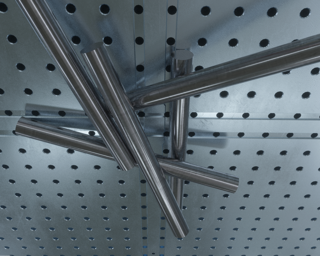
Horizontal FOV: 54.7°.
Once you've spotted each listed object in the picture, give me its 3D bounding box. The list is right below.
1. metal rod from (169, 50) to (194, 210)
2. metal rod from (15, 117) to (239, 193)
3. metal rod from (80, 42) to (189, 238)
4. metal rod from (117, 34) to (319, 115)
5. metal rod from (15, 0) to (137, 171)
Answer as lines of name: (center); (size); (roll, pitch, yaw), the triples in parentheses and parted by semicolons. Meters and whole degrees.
metal rod: (0.025, 0.032, 0.439); (0.025, 0.025, 0.298); (-1, 130, 0)
metal rod: (-0.039, 0.038, 0.419); (0.302, 0.025, 0.025); (16, 129, -5)
metal rod: (-0.018, 0.037, 0.384); (0.025, 0.025, 0.299); (-15, 123, 12)
metal rod: (0.049, -0.050, 0.326); (0.300, 0.025, 0.025); (-13, 130, 26)
metal rod: (-0.097, -0.071, 0.323); (0.025, 0.025, 0.299); (-18, 120, 14)
